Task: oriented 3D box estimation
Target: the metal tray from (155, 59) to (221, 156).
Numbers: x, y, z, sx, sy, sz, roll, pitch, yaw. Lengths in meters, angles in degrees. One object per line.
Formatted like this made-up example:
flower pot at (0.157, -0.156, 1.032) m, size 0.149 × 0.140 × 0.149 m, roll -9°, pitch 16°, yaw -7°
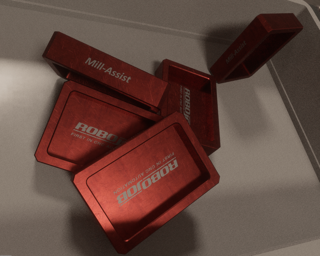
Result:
metal tray at (0.037, -0.030, 0.442) m, size 0.091 × 0.030 × 0.130 m, roll 16°, pitch 55°, yaw -20°

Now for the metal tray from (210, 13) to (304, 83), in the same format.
metal tray at (0.151, -0.126, 0.499) m, size 0.091 × 0.129 × 0.030 m, roll -16°, pitch 70°, yaw -35°

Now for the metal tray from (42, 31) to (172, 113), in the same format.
metal tray at (-0.058, -0.056, 0.356) m, size 0.131 × 0.090 × 0.030 m, roll 24°, pitch 84°, yaw -6°

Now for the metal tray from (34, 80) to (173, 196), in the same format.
metal tray at (-0.057, 0.013, 0.342) m, size 0.131 × 0.030 × 0.090 m, roll 21°, pitch 77°, yaw -16°

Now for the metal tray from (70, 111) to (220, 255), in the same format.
metal tray at (-0.012, 0.052, 0.321) m, size 0.131 × 0.030 × 0.090 m, roll -32°, pitch 95°, yaw -20°
